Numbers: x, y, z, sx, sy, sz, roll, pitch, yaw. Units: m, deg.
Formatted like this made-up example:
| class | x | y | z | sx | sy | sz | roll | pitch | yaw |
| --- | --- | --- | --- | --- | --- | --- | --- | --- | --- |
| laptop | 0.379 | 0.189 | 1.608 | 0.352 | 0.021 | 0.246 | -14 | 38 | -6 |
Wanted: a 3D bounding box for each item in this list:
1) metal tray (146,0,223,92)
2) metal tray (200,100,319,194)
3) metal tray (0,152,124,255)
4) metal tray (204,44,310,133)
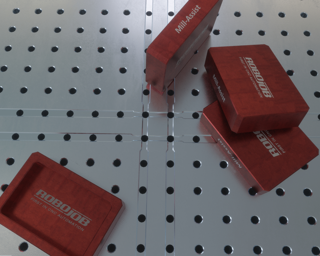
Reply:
| class | x | y | z | sx | sy | sz | roll | pitch | yaw |
| --- | --- | --- | --- | --- | --- | --- | --- | --- | --- |
| metal tray | 0.031 | -0.120 | 0.420 | 0.030 | 0.090 | 0.130 | 36 | 74 | 8 |
| metal tray | 0.127 | 0.009 | 0.407 | 0.090 | 0.030 | 0.130 | -33 | 73 | -11 |
| metal tray | -0.120 | 0.098 | 0.372 | 0.130 | 0.030 | 0.090 | 28 | 72 | 9 |
| metal tray | 0.120 | -0.056 | 0.403 | 0.091 | 0.030 | 0.130 | -6 | 51 | -10 |
